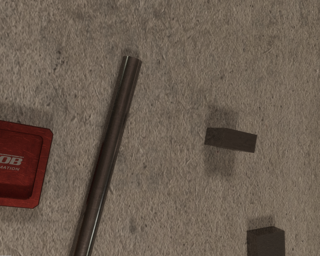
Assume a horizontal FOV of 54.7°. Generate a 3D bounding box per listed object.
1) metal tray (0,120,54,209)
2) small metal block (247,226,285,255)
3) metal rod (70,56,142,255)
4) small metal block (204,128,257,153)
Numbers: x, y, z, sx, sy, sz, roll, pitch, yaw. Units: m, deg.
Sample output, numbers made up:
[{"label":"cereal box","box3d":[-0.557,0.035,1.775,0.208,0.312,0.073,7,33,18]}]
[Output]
[{"label":"metal tray","box3d":[-0.192,0.034,0.335,0.131,0.030,0.090,12,86,-20]},{"label":"small metal block","box3d":[0.161,0.181,0.471,0.050,0.025,0.050,-2,91,-20]},{"label":"metal rod","box3d":[-0.072,0.057,0.383,0.025,0.025,0.299,16,85,-20]},{"label":"small metal block","box3d":[0.098,0.017,0.433,0.050,0.050,0.025,12,86,-20]}]
